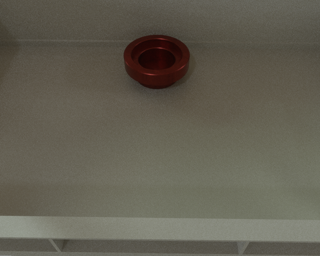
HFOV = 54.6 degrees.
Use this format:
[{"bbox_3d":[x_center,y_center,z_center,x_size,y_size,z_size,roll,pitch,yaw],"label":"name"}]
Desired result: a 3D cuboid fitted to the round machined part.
[{"bbox_3d":[-0.005,-0.098,0.476,0.099,0.042,0.098,0,50,0],"label":"round machined part"}]
